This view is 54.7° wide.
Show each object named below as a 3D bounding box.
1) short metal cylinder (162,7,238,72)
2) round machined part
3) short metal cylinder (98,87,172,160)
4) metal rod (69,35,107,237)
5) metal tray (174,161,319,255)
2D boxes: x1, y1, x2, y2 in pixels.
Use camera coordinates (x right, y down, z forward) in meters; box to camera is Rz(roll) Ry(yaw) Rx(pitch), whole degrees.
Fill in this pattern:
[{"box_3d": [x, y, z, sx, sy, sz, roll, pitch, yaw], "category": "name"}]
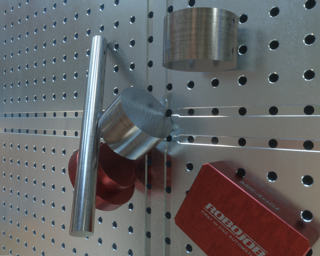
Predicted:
[{"box_3d": [0.044, -0.092, 0.338, 0.080, 0.081, 0.050, 3, 92, 40], "category": "short metal cylinder"}, {"box_3d": [-0.070, 0.058, 0.421, 0.042, 0.099, 0.098, -38, 67, 26], "category": "round machined part"}, {"box_3d": [-0.031, -0.006, 0.400, 0.050, 0.081, 0.080, -42, 65, 32], "category": "short metal cylinder"}, {"box_3d": [-0.089, -0.013, 0.408, 0.025, 0.025, 0.299, -32, 47, 35], "category": "metal rod"}, {"box_3d": [0.085, 0.108, 0.336, 0.130, 0.030, 0.089, 38, 113, 33], "category": "metal tray"}]
